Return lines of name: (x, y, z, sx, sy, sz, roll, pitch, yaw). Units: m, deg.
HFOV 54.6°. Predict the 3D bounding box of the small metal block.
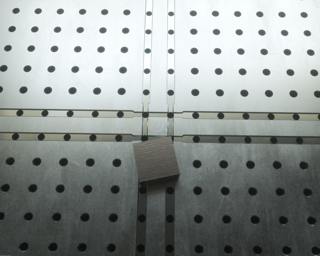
small metal block: (-0.005, 0.042, 0.396, 0.050, 0.025, 0.050, -11, 70, -4)
